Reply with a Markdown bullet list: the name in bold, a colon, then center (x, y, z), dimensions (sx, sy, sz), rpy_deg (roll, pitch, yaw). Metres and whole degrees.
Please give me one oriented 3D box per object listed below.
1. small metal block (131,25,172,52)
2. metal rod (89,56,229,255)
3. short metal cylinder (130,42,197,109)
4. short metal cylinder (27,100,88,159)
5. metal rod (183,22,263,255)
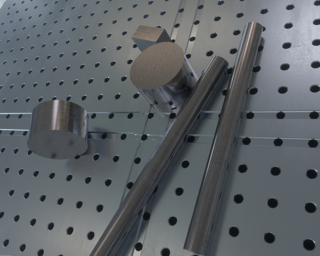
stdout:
- **small metal block**: center (-0.008, -0.128, 0.475), dimensions (0.050, 0.050, 0.025), rpy_deg (21, 73, 36)
- **metal rod**: center (0.004, 0.034, 0.385), dimensions (0.025, 0.025, 0.300), rpy_deg (22, 73, 36)
- **short metal cylinder**: center (0.005, -0.073, 0.434), dimensions (0.080, 0.050, 0.080), rpy_deg (-13, 56, 21)
- **short metal cylinder**: center (-0.145, 0.004, 0.446), dimensions (0.080, 0.080, 0.050), rpy_deg (-19, 55, 17)
- **metal rod**: center (0.082, -0.005, 0.368), dimensions (0.025, 0.025, 0.300), rpy_deg (6, 64, 31)
